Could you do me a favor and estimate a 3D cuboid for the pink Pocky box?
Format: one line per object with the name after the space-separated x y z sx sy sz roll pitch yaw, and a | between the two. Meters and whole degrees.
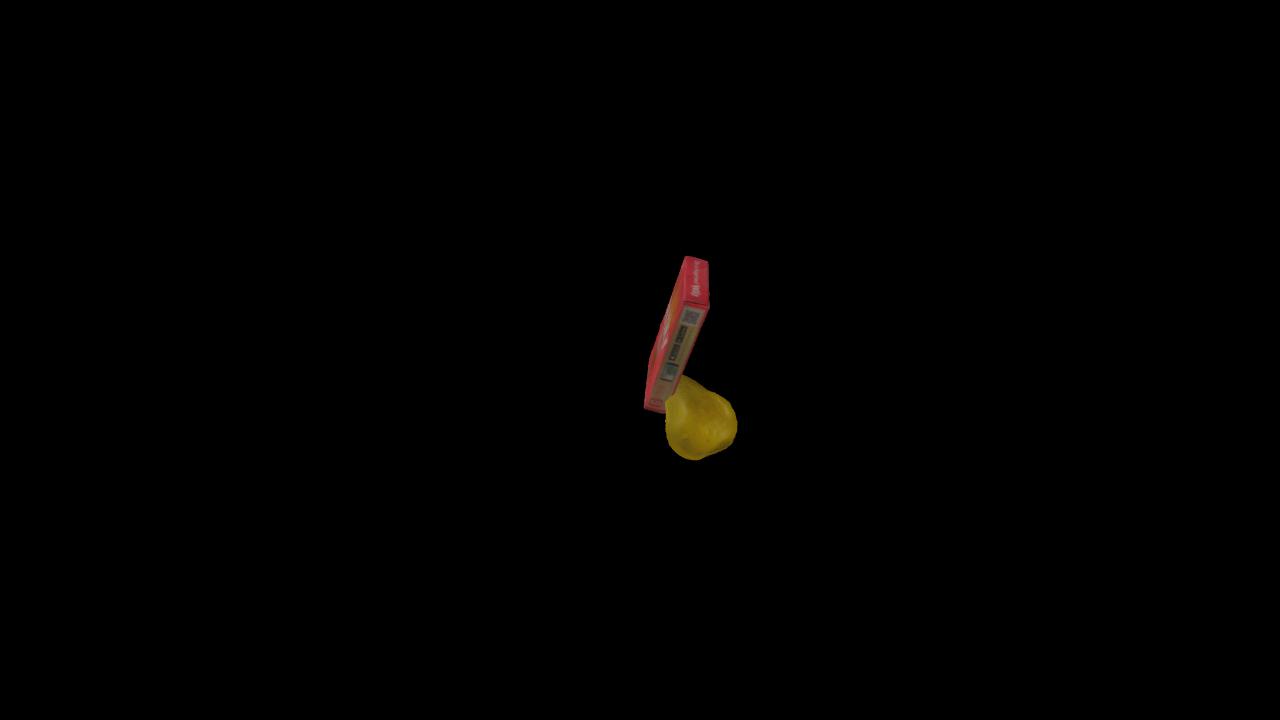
0.038 -0.025 0.656 0.029 0.155 0.084 14 41 -6 | pink Pocky box

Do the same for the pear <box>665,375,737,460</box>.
0.056 0.052 0.673 0.080 0.111 0.080 -23 -16 -7 | pear
